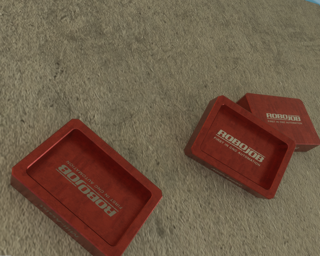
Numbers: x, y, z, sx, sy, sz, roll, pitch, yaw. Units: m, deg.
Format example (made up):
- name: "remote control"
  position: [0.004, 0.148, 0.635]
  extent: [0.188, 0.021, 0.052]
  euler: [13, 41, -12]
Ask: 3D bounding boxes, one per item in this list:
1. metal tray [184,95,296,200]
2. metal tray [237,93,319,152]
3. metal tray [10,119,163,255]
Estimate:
- name: "metal tray"
  position: [0.110, 0.027, 0.420]
  extent: [0.130, 0.030, 0.090]
  euler: [31, 76, -8]
- name: "metal tray"
  position: [0.194, -0.008, 0.509]
  extent: [0.131, 0.030, 0.090]
  euler: [2, 61, -27]
- name: "metal tray"
  position: [-0.073, 0.062, 0.322]
  extent: [0.130, 0.030, 0.090]
  euler: [41, 51, 0]
